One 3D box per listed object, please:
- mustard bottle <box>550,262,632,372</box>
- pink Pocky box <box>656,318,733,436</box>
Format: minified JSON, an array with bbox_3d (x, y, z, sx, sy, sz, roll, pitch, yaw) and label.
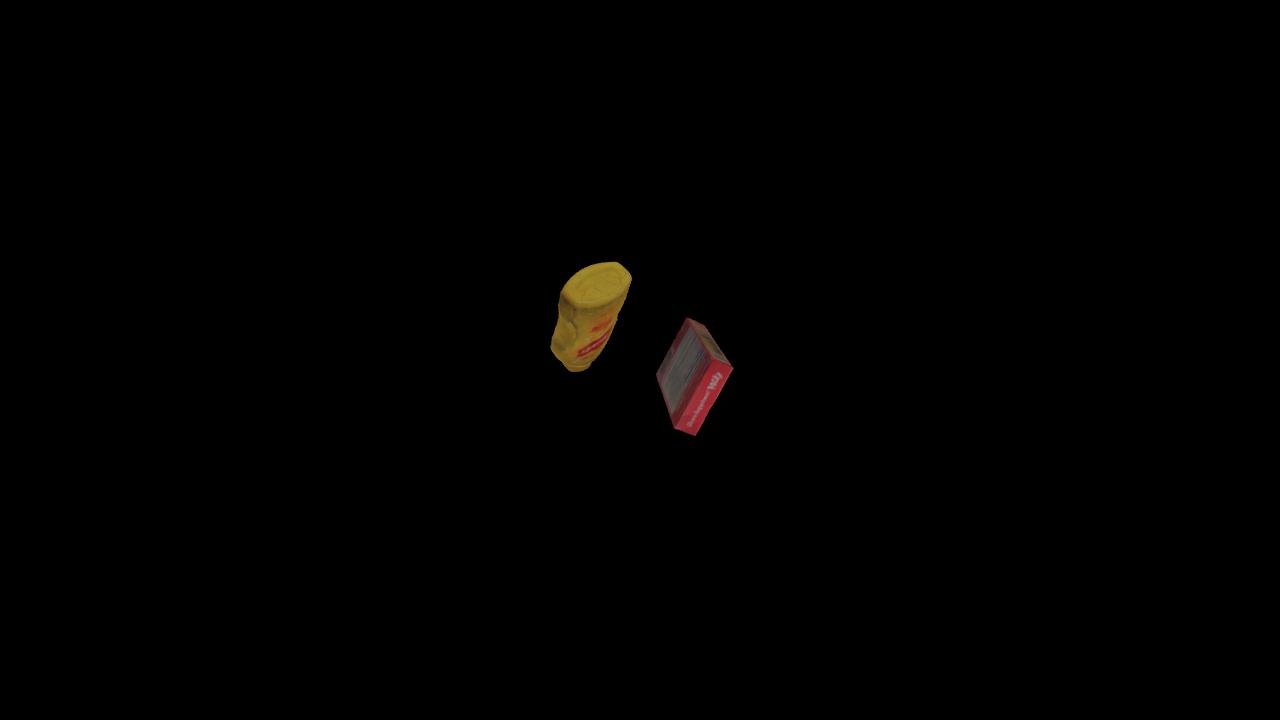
[{"bbox_3d":[-0.069,-0.039,0.762,0.092,0.054,0.184,-40,-15,-33],"label":"mustard bottle"},{"bbox_3d":[0.056,0.013,0.681,0.029,0.084,0.155,24,15,-13],"label":"pink Pocky box"}]
